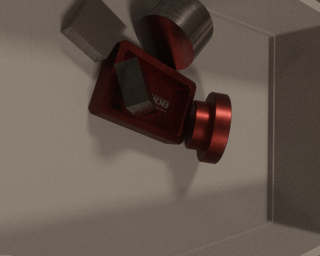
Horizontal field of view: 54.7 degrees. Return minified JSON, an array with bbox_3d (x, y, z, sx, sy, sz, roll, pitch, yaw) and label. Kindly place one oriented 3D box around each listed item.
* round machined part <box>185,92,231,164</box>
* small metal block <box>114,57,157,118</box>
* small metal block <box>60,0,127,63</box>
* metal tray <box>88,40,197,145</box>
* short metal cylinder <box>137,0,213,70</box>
[{"bbox_3d":[0.062,-0.002,0.426,0.042,0.098,0.098,10,83,-4],"label":"round machined part"},{"bbox_3d":[-0.026,-0.043,0.342,0.050,0.025,0.050,52,22,-76],"label":"small metal block"},{"bbox_3d":[-0.073,-0.111,0.347,0.050,0.025,0.050,41,65,-33],"label":"small metal block"},{"bbox_3d":[-0.016,-0.040,0.391,0.131,0.030,0.090,24,75,-38],"label":"metal tray"},{"bbox_3d":[0.019,-0.120,0.389,0.080,0.080,0.050,52,60,-28],"label":"short metal cylinder"}]
